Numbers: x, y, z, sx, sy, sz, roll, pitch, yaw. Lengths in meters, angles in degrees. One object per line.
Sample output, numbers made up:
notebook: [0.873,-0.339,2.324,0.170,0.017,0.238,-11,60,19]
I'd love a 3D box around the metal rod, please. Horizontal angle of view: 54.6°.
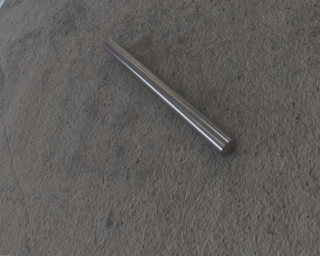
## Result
metal rod: [-0.004,-0.060,0.443,0.025,0.025,0.300,-43,51,-2]
